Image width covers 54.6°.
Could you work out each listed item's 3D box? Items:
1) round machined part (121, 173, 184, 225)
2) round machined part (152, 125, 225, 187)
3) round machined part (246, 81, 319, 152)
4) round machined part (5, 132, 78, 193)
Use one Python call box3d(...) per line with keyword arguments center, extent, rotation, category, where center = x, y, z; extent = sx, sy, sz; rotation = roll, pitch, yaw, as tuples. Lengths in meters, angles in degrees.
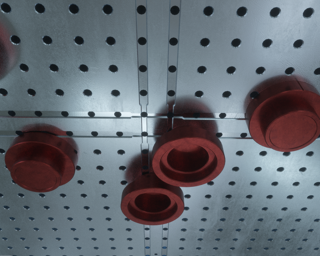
box3d(center=(-0.011, 0.110, 0.493), extent=(0.099, 0.042, 0.097), rotation=(0, 130, 0), category="round machined part")
box3d(center=(0.038, 0.035, 0.430), extent=(0.099, 0.042, 0.097), rotation=(0, 130, 0), category="round machined part")
box3d(center=(0.163, -0.007, 0.395), extent=(0.099, 0.042, 0.097), rotation=(0, 130, 0), category="round machined part")
box3d(center=(-0.172, 0.056, 0.446), extent=(0.099, 0.042, 0.097), rotation=(0, 130, 0), category="round machined part")
